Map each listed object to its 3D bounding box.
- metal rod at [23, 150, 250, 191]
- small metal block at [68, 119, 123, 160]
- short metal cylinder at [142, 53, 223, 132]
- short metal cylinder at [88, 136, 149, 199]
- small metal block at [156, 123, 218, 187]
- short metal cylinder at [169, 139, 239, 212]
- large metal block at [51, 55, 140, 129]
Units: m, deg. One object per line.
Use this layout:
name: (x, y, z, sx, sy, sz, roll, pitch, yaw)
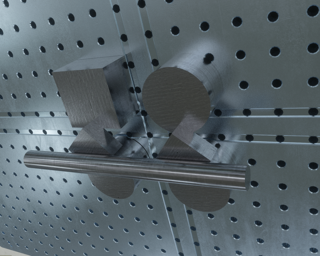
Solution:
metal rod: (-0.049, 0.046, 0.368, 0.300, 0.025, 0.025, 1, 119, 27)
small metal block: (-0.086, 0.025, 0.408, 0.050, 0.025, 0.050, 42, 129, -1)
short metal cylinder: (0.027, -0.040, 0.356, 0.080, 0.050, 0.079, 13, 124, 21)
short metal cylinder: (-0.062, 0.058, 0.463, 0.080, 0.050, 0.079, 13, 124, 21)
small metal block: (0.028, 0.031, 0.351, 0.050, 0.025, 0.050, 35, 129, 5)
short metal cylinder: (0.057, 0.061, 0.403, 0.080, 0.050, 0.079, 13, 124, 21)
large metal block: (-0.083, -0.047, 0.409, 0.080, 0.050, 0.080, 1, 119, 27)
